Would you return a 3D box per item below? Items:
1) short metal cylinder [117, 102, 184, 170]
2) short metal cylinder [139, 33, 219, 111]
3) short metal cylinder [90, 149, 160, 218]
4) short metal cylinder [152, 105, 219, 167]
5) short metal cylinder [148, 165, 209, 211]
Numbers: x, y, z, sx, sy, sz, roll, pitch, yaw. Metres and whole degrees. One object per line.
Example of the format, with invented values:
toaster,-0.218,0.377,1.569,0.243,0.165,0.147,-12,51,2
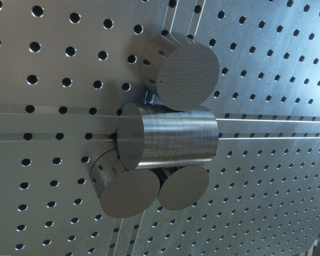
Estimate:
short metal cylinder,-0.014,0.010,0.376,0.050,0.080,0.079,0,118,-29
short metal cylinder,0.022,-0.067,0.367,0.081,0.050,0.079,-14,125,-21
short metal cylinder,-0.047,0.073,0.415,0.081,0.050,0.079,-14,125,-21
short metal cylinder,0.030,0.009,0.400,0.050,0.080,0.079,0,118,-29
short metal cylinder,0.024,0.073,0.454,0.081,0.050,0.079,-14,125,-21
